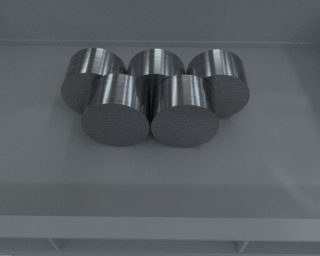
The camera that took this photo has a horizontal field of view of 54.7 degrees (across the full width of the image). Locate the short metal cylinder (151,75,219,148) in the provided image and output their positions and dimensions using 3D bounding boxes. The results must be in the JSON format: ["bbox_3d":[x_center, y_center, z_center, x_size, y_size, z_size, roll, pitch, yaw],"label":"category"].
[{"bbox_3d":[0.030,-0.019,0.383,0.080,0.080,0.050,1,50,0],"label":"short metal cylinder"}]

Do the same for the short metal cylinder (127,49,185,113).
[{"bbox_3d":[-0.006,-0.058,0.416,0.080,0.080,0.050,1,50,0],"label":"short metal cylinder"}]

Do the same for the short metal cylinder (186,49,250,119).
[{"bbox_3d":[0.075,-0.057,0.416,0.080,0.080,0.050,1,50,1],"label":"short metal cylinder"}]

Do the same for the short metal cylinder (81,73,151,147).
[{"bbox_3d":[-0.052,-0.021,0.384,0.080,0.080,0.050,1,50,0],"label":"short metal cylinder"}]

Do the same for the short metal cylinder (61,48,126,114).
[{"bbox_3d":[-0.087,-0.060,0.417,0.080,0.080,0.050,1,50,0],"label":"short metal cylinder"}]
